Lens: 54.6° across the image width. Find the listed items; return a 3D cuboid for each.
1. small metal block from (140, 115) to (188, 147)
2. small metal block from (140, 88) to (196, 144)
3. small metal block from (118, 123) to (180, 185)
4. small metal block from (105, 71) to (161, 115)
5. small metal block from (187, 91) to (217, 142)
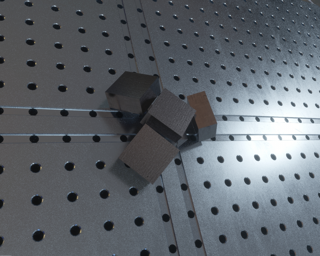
[{"bbox_3d":[0.004,-0.003,0.412,0.050,0.025,0.050,1,64,-27],"label":"small metal block"},{"bbox_3d":[0.011,-0.015,0.390,0.050,0.025,0.050,36,51,-5],"label":"small metal block"},{"bbox_3d":[-0.013,0.030,0.366,0.050,0.025,0.050,38,88,-2],"label":"small metal block"},{"bbox_3d":[-0.034,-0.047,0.402,0.050,0.025,0.050,14,47,24],"label":"small metal block"},{"bbox_3d":[0.058,-0.015,0.428,0.025,0.050,0.050,-17,67,0],"label":"small metal block"}]
